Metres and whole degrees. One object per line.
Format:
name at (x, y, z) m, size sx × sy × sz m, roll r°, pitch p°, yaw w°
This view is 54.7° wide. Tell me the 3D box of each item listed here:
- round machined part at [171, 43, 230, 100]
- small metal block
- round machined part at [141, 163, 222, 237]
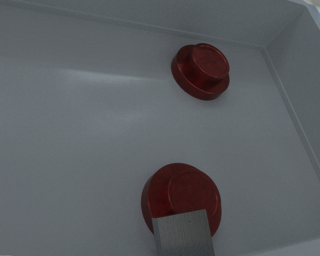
round machined part at (0.071, -0.096, 0.494) m, size 0.099 × 0.042 × 0.098 m, roll 14°, pitch 56°, yaw -21°
small metal block at (0.023, 0.110, 0.306) m, size 0.050 × 0.025 × 0.050 m, roll -6°, pitch 76°, yaw -16°
round machined part at (0.031, 0.085, 0.361) m, size 0.099 × 0.042 × 0.098 m, roll 14°, pitch 56°, yaw -21°
